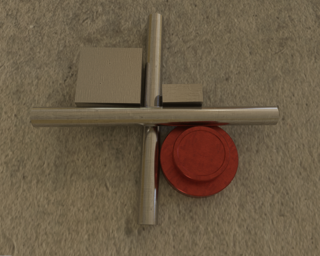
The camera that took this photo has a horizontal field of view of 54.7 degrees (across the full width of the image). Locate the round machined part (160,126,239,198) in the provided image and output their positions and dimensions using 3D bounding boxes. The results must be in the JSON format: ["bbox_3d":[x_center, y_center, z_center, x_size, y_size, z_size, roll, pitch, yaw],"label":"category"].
[{"bbox_3d":[0.049,0.036,0.387,0.099,0.042,0.098,0,70,-1],"label":"round machined part"}]

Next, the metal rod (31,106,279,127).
[{"bbox_3d":[-0.002,-0.015,0.388,0.302,0.025,0.025,-1,70,-5],"label":"metal rod"}]

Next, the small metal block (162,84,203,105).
[{"bbox_3d":[0.028,-0.036,0.410,0.050,0.050,0.025,-1,70,-1],"label":"small metal block"}]

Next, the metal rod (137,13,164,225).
[{"bbox_3d":[-0.011,-0.025,0.418,0.025,0.025,0.299,2,70,0],"label":"metal rod"}]

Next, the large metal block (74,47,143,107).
[{"bbox_3d":[-0.064,-0.060,0.416,0.081,0.050,0.080,1,70,0],"label":"large metal block"}]
